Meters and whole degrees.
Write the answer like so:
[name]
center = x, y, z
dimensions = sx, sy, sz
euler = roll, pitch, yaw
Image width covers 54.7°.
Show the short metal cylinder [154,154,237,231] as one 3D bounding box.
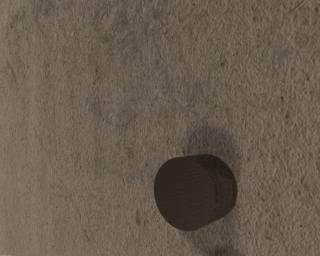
[short metal cylinder]
center = 0.040, 0.071, 0.354
dimensions = 0.080, 0.050, 0.079
euler = 0, 90, 39
